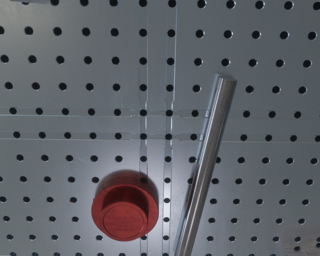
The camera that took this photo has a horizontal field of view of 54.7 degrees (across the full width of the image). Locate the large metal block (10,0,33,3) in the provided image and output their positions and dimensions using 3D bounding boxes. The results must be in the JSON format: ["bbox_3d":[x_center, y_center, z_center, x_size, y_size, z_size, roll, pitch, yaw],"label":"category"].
[{"bbox_3d":[-0.136,-0.190,0.329,0.080,0.050,0.080,-22,109,7],"label":"large metal block"}]

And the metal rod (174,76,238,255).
[{"bbox_3d":[0.059,0.075,0.441,0.025,0.025,0.298,9,110,-4],"label":"metal rod"}]

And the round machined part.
[{"bbox_3d":[-0.051,0.124,0.450,0.099,0.042,0.097,0,110,0],"label":"round machined part"}]

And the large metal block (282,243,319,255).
[{"bbox_3d":[0.242,0.232,0.488,0.080,0.050,0.079,-5,110,1],"label":"large metal block"}]
